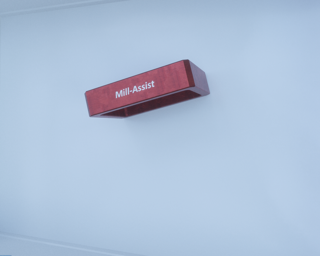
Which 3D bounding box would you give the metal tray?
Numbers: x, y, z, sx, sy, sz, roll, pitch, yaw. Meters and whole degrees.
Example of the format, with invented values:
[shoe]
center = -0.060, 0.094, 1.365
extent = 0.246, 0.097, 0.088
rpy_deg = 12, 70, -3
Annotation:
[metal tray]
center = -0.012, -0.042, 0.380
extent = 0.130, 0.090, 0.030
rpy_deg = -14, 85, 19
